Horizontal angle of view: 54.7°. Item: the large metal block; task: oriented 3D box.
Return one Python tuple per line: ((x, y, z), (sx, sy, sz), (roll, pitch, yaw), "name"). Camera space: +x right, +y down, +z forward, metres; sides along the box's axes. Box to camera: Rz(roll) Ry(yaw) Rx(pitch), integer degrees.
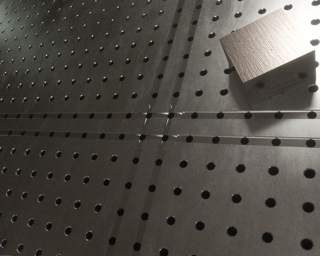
((0.129, -0.086, 0.377), (0.080, 0.050, 0.080), (-25, 53, 12), "large metal block")
